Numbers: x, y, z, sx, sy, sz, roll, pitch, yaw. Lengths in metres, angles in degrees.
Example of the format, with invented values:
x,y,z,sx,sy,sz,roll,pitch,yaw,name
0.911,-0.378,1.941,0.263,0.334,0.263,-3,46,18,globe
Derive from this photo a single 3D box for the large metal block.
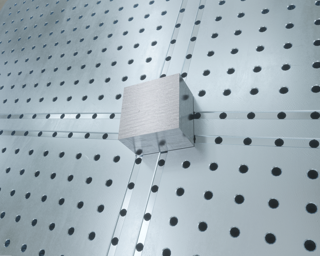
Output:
x,y,z,sx,sy,sz,roll,pitch,yaw,name
-0.003,-0.016,0.403,0.080,0.050,0.080,-11,57,22,large metal block
